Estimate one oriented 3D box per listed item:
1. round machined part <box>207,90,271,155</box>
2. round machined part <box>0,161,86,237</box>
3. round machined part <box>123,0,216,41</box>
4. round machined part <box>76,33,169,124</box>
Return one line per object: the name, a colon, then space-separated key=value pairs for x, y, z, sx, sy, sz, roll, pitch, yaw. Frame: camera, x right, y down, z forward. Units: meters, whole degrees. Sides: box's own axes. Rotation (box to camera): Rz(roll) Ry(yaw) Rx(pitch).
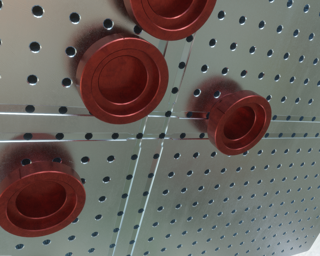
round machined part: x=0.111 y=-0.011 z=0.456 sx=0.099 sy=0.042 sz=0.097 roll=-14 pitch=125 yaw=-21
round machined part: x=-0.143 y=0.080 z=0.372 sx=0.099 sy=0.042 sz=0.097 roll=-14 pitch=125 yaw=-21
round machined part: x=0.008 y=-0.143 z=0.317 sx=0.099 sy=0.042 sz=0.097 roll=-14 pitch=125 yaw=-21
round machined part: x=-0.043 y=-0.056 z=0.343 sx=0.099 sy=0.042 sz=0.097 roll=-14 pitch=125 yaw=-21
